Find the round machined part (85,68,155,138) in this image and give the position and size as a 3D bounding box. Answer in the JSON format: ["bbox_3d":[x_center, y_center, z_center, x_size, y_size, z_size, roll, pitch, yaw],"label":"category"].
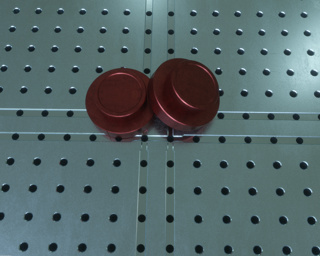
[{"bbox_3d":[-0.051,-0.039,0.417,0.099,0.042,0.098,0,70,0],"label":"round machined part"}]

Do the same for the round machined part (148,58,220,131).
[{"bbox_3d":[0.037,-0.048,0.402,0.099,0.042,0.098,9,67,-22],"label":"round machined part"}]
